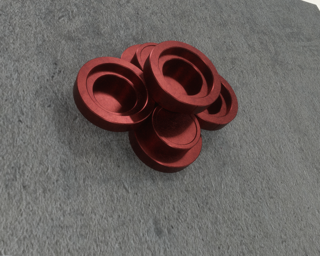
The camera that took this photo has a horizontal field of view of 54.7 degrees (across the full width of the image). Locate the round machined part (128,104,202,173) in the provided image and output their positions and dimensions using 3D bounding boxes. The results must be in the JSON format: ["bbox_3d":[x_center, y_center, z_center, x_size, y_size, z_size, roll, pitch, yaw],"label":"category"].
[{"bbox_3d":[0.013,0.005,0.400,0.099,0.042,0.098,14,56,-21],"label":"round machined part"}]

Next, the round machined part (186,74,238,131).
[{"bbox_3d":[0.061,-0.038,0.453,0.099,0.042,0.098,14,56,-21],"label":"round machined part"}]

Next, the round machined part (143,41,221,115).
[{"bbox_3d":[0.024,-0.058,0.390,0.099,0.042,0.098,14,56,-21],"label":"round machined part"}]

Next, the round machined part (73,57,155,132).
[{"bbox_3d":[-0.059,-0.037,0.386,0.099,0.042,0.098,14,56,-21],"label":"round machined part"}]

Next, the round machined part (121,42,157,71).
[{"bbox_3d":[-0.009,-0.082,0.441,0.099,0.042,0.098,14,56,-21],"label":"round machined part"}]
